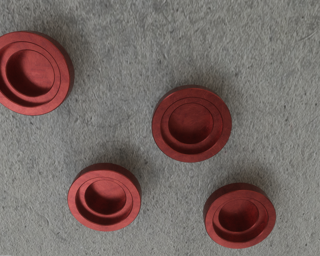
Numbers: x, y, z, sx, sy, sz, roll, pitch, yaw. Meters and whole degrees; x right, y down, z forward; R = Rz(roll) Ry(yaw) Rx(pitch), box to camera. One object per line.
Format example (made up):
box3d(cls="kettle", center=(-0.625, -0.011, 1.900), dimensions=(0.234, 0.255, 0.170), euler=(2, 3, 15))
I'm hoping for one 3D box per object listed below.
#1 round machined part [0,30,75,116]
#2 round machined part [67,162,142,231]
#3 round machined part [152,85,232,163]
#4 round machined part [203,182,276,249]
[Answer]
box3d(cls="round machined part", center=(-0.152, -0.067, 0.374), dimensions=(0.099, 0.042, 0.097), euler=(0, 110, 0))
box3d(cls="round machined part", center=(-0.075, 0.092, 0.434), dimensions=(0.099, 0.042, 0.097), euler=(0, 110, 0))
box3d(cls="round machined part", center=(0.039, -0.008, 0.398), dimensions=(0.099, 0.042, 0.097), euler=(0, 110, 0))
box3d(cls="round machined part", center=(0.111, 0.120, 0.446), dimensions=(0.099, 0.042, 0.097), euler=(0, 110, 0))
